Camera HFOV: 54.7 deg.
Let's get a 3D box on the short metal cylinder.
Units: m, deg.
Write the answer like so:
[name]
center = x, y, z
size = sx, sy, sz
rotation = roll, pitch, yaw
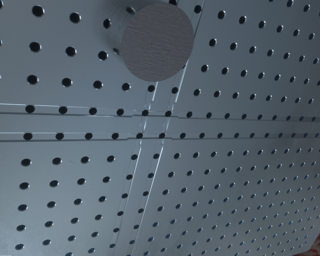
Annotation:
[short metal cylinder]
center = -0.011, -0.096, 0.331
size = 0.081, 0.050, 0.079
rotation = -14, 125, -21
